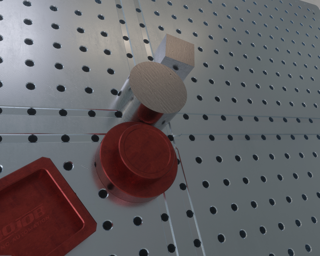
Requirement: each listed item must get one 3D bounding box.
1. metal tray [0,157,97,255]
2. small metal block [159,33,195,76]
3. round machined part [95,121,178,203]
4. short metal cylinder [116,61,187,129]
[{"bbox_3d":[-0.135,0.095,0.274,0.131,0.030,0.090,-32,80,-38],"label":"metal tray"},{"bbox_3d":[0.027,-0.116,0.494,0.050,0.025,0.050,16,55,-19],"label":"small metal block"},{"bbox_3d":[-0.022,0.034,0.365,0.099,0.042,0.098,13,56,-21],"label":"round machined part"},{"bbox_3d":[-0.011,-0.041,0.411,0.081,0.050,0.080,14,56,-21],"label":"short metal cylinder"}]
